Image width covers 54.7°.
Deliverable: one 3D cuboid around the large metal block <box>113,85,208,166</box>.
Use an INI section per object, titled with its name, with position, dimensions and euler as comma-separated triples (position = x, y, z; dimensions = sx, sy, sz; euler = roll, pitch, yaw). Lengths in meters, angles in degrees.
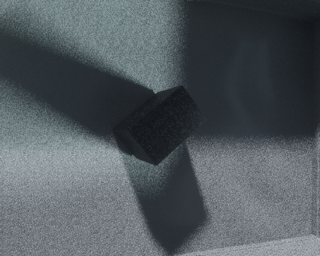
[large metal block]
position = -0.003, -0.004, 0.378
dimensions = 0.080, 0.080, 0.050
euler = -41, 104, -15
